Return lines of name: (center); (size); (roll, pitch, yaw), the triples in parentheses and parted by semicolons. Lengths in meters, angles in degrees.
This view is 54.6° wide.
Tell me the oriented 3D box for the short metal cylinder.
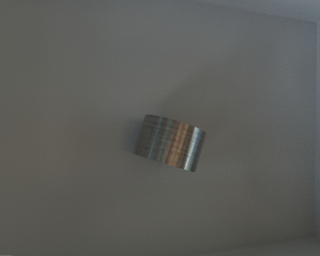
short metal cylinder: (0.012, 0.020, 0.386); (0.080, 0.080, 0.050); (19, 84, -19)
